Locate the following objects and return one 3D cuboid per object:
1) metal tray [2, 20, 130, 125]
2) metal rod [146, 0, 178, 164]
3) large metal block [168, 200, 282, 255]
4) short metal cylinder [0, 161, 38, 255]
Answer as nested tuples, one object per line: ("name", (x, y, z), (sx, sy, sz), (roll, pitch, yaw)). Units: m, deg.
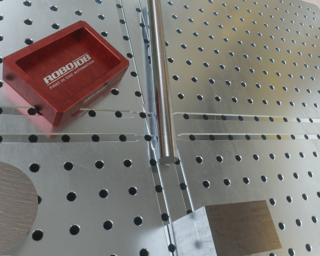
("metal tray", (-0.112, -0.074, 0.389), (0.090, 0.030, 0.131), (43, 51, 1))
("metal rod", (-0.001, -0.090, 0.462), (0.025, 0.025, 0.299), (9, 58, -23))
("large metal block", (0.067, 0.117, 0.337), (0.081, 0.080, 0.050), (2, 61, -27))
("short metal cylinder", (-0.151, 0.074, 0.266), (0.081, 0.050, 0.080), (14, 56, -21))
